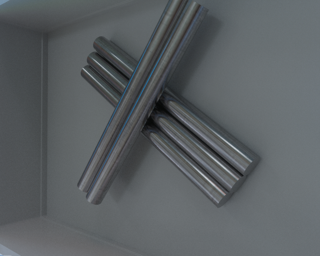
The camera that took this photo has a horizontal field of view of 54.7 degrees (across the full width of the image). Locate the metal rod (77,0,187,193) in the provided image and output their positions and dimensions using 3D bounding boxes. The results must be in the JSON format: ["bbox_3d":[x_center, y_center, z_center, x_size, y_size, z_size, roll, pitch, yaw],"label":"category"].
[{"bbox_3d":[-0.043,-0.031,0.408,0.025,0.025,0.298,45,117,31],"label":"metal rod"}]

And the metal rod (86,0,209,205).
[{"bbox_3d":[-0.027,-0.016,0.395,0.025,0.025,0.298,45,117,31],"label":"metal rod"}]

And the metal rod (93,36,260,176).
[{"bbox_3d":[0.002,-0.045,0.404,0.300,0.025,0.025,42,116,31],"label":"metal rod"}]

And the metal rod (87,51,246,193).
[{"bbox_3d":[-0.010,-0.025,0.413,0.300,0.025,0.025,42,116,32],"label":"metal rod"}]

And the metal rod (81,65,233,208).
[{"bbox_3d":[-0.022,-0.006,0.423,0.300,0.025,0.025,42,116,32],"label":"metal rod"}]
